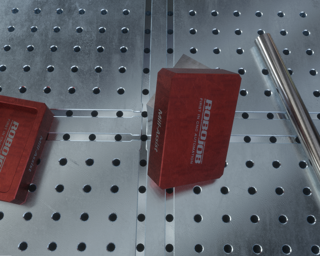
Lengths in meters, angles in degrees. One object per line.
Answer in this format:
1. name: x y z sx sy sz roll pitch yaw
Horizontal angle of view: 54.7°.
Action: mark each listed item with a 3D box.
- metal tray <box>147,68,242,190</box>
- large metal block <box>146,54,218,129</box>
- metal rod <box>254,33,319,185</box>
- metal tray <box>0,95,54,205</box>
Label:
1. metal tray: 0.038 0.000 0.351 0.091 0.030 0.129 -5 112 -29
2. large metal block: 0.028 -0.032 0.394 0.050 0.080 0.080 31 73 11
3. metal rod: 0.194 0.002 0.412 0.025 0.025 0.299 -15 71 -6
4. metal tray: -0.203 0.024 0.398 0.090 0.030 0.130 11 70 3
